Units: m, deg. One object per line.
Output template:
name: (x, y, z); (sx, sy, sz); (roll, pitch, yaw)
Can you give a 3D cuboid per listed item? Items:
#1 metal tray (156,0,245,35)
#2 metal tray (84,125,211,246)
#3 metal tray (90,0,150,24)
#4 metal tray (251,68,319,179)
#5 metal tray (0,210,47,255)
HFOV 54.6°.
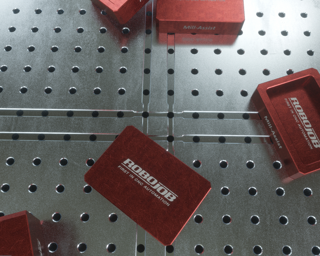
metal tray: (0.060, -0.193, 0.480); (0.131, 0.030, 0.090); (2, 70, 0)
metal tray: (-0.015, 0.069, 0.384); (0.130, 0.030, 0.090); (36, 74, 12)
metal tray: (-0.043, -0.230, 0.471); (0.130, 0.030, 0.090); (-45, 65, -4)
metal tray: (0.192, -0.009, 0.413); (0.090, 0.030, 0.130); (-18, 71, -7)
metal tray: (-0.133, 0.157, 0.316); (0.030, 0.090, 0.130); (-13, 70, -17)
